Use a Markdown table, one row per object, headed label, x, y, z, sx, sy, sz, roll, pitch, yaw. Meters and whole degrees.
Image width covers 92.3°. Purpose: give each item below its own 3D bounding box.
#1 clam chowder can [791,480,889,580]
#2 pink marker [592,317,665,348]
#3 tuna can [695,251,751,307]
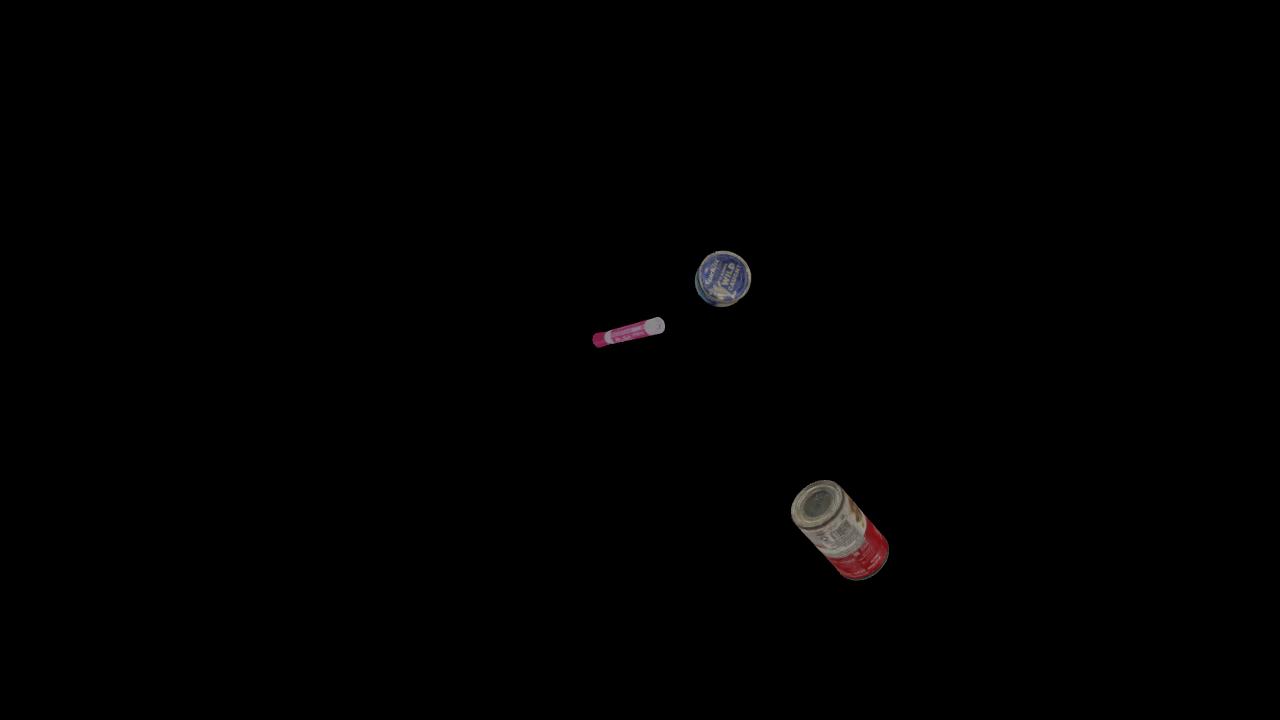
| label | x | y | z | sx | sy | sz | roll | pitch | yaw |
| --- | --- | --- | --- | --- | --- | --- | --- | --- | --- |
| clam chowder can | 0.227 | 0.193 | 0.701 | 0.102 | 0.068 | 0.068 | 47 | -21 | -21 |
| pink marker | -0.017 | -0.031 | 0.729 | 0.020 | 0.020 | 0.121 | 0 | -7 | -40 |
| tuna can | 0.129 | -0.126 | 0.961 | 0.084 | 0.084 | 0.034 | 0 | -10 | -8 |
